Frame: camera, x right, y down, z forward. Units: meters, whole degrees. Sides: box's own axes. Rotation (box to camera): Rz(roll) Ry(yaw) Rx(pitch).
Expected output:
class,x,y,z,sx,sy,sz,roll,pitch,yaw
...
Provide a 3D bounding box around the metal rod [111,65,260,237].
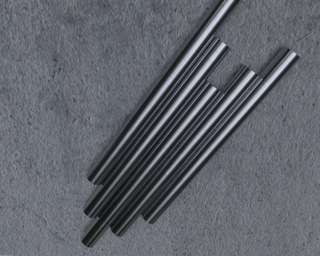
class,x,y,z,sx,sy,sz,roll,pitch,yaw
metal rod,0.025,0.041,0.426,0.025,0.025,0.299,35,106,-12

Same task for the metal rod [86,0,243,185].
class,x,y,z,sx,sy,sz,roll,pitch,yaw
metal rod,-0.004,-0.041,0.396,0.025,0.025,0.299,35,106,-12

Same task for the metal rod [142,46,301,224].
class,x,y,z,sx,sy,sz,roll,pitch,yaw
metal rod,0.072,0.021,0.419,0.025,0.025,0.299,35,106,-12

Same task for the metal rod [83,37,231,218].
class,x,y,z,sx,sy,sz,roll,pitch,yaw
metal rod,-0.013,0.010,0.415,0.025,0.025,0.299,35,106,-12

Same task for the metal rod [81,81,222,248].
class,x,y,z,sx,sy,sz,roll,pitch,yaw
metal rod,-0.021,0.060,0.433,0.025,0.025,0.299,35,106,-12
